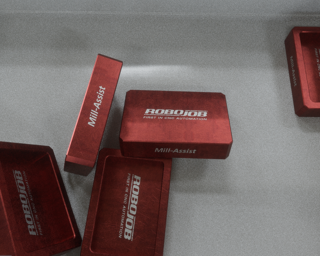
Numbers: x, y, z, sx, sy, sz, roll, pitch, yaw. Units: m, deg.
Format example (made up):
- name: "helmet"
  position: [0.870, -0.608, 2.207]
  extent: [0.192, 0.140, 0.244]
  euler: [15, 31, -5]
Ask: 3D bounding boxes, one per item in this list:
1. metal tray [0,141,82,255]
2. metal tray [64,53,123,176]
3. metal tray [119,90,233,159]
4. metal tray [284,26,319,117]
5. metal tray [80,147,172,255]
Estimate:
- name: "metal tray"
  position: [-0.145, 0.081, 0.342]
  extent: [0.030, 0.090, 0.130]
  euler: [-31, 71, 19]
- name: "metal tray"
  position: [-0.082, -0.012, 0.376]
  extent: [0.030, 0.090, 0.130]
  euler: [17, 70, -13]
- name: "metal tray"
  position: [0.019, -0.007, 0.392]
  extent: [0.131, 0.030, 0.090]
  euler: [2, 47, 0]
- name: "metal tray"
  position: [0.234, -0.080, 0.437]
  extent: [0.091, 0.030, 0.130]
  euler: [1, 70, 0]
- name: "metal tray"
  position: [-0.036, 0.093, 0.372]
  extent: [0.091, 0.030, 0.130]
  euler: [6, 70, 2]
